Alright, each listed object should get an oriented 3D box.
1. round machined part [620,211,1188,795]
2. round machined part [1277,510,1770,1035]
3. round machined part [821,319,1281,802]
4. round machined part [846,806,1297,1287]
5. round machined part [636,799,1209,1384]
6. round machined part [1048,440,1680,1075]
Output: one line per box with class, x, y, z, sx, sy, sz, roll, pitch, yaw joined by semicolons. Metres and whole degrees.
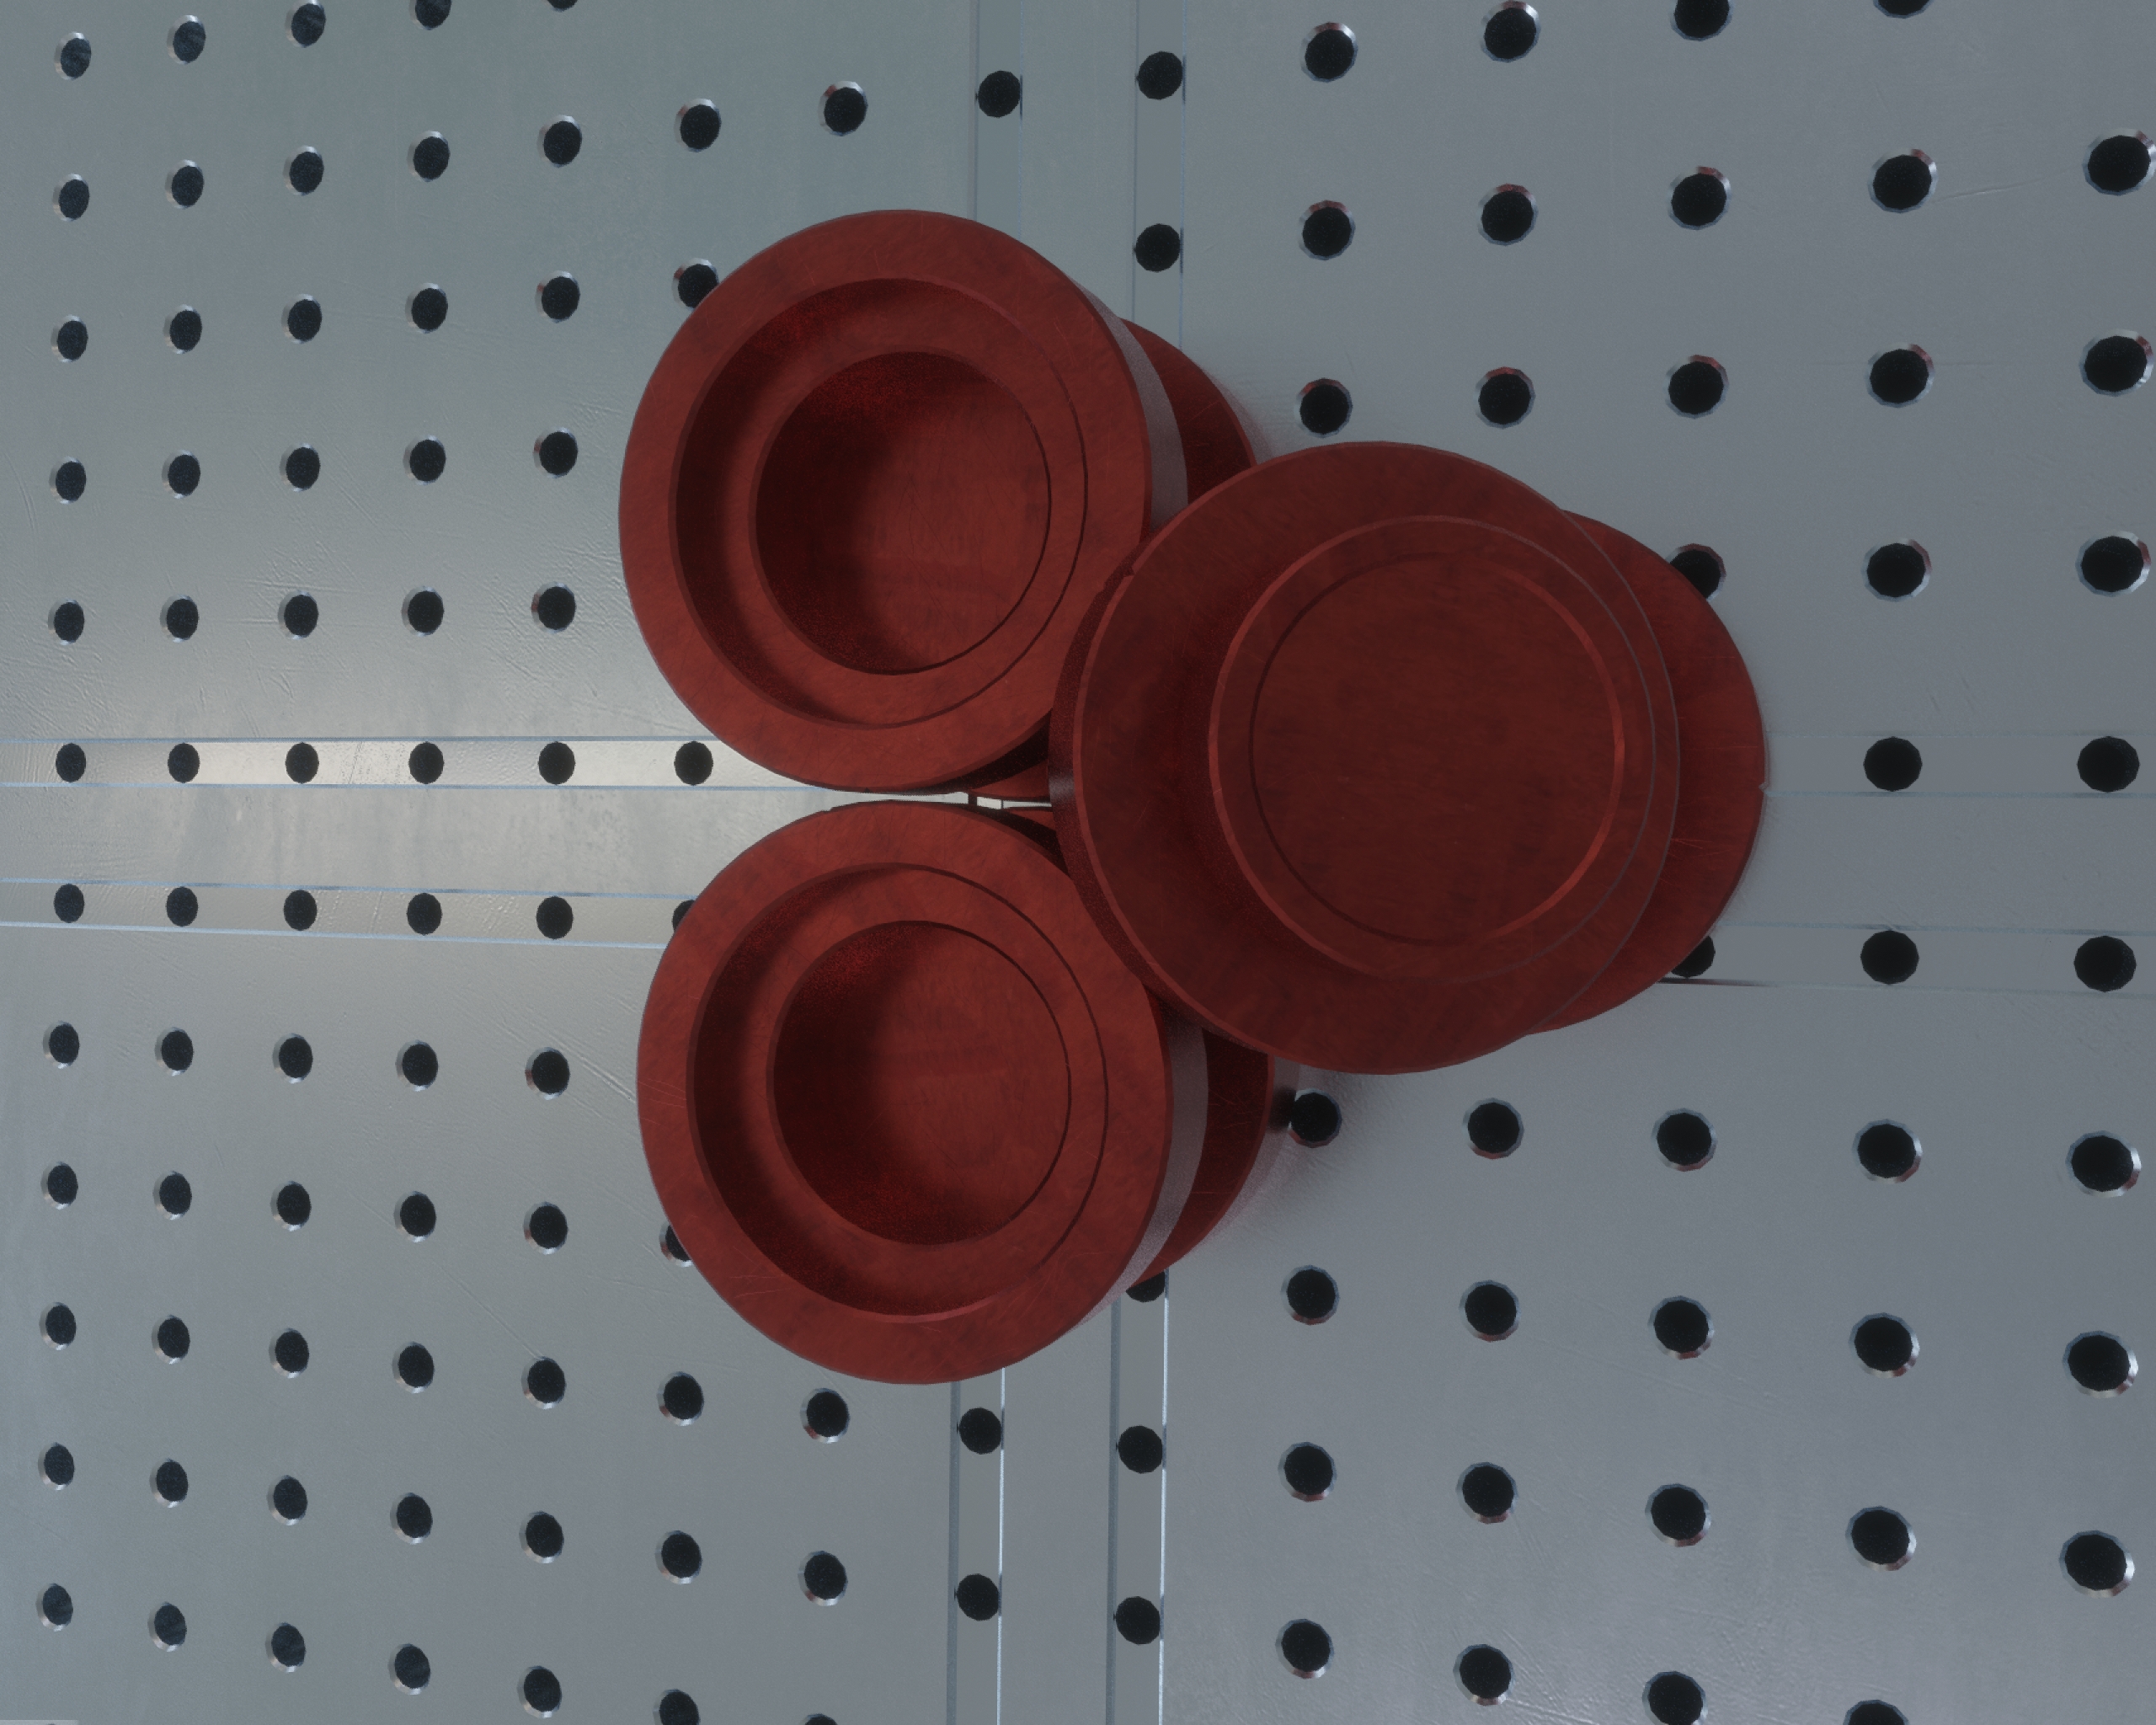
round machined part;-0.027;-0.060;0.368;0.098;0.042;0.097;0;90;20
round machined part;0.073;-0.017;0.378;0.098;0.042;0.097;0;90;20
round machined part;-0.011;-0.061;0.409;0.098;0.042;0.097;0;90;20
round machined part;-0.010;0.038;0.408;0.098;0.042;0.097;0;90;20
round machined part;-0.024;0.038;0.367;0.098;0.042;0.097;0;90;20
round machined part;0.048;-0.016;0.319;0.099;0.042;0.097;0;89;-12
